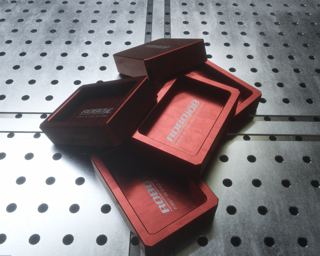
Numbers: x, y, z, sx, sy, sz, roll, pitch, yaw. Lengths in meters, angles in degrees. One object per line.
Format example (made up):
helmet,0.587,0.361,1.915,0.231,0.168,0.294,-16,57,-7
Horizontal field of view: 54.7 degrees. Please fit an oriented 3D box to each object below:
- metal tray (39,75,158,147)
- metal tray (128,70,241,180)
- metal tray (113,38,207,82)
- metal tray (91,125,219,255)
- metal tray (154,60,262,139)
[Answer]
metal tray,-0.077,-0.021,0.381,0.130,0.030,0.090,0,42,40
metal tray,0.032,-0.011,0.375,0.090,0.030,0.130,23,53,17
metal tray,-0.004,-0.103,0.452,0.091,0.030,0.130,-24,24,-20
metal tray,-0.009,0.063,0.351,0.091,0.030,0.130,-26,55,-21
metal tray,0.066,-0.052,0.448,0.091,0.030,0.130,-36,59,-27
